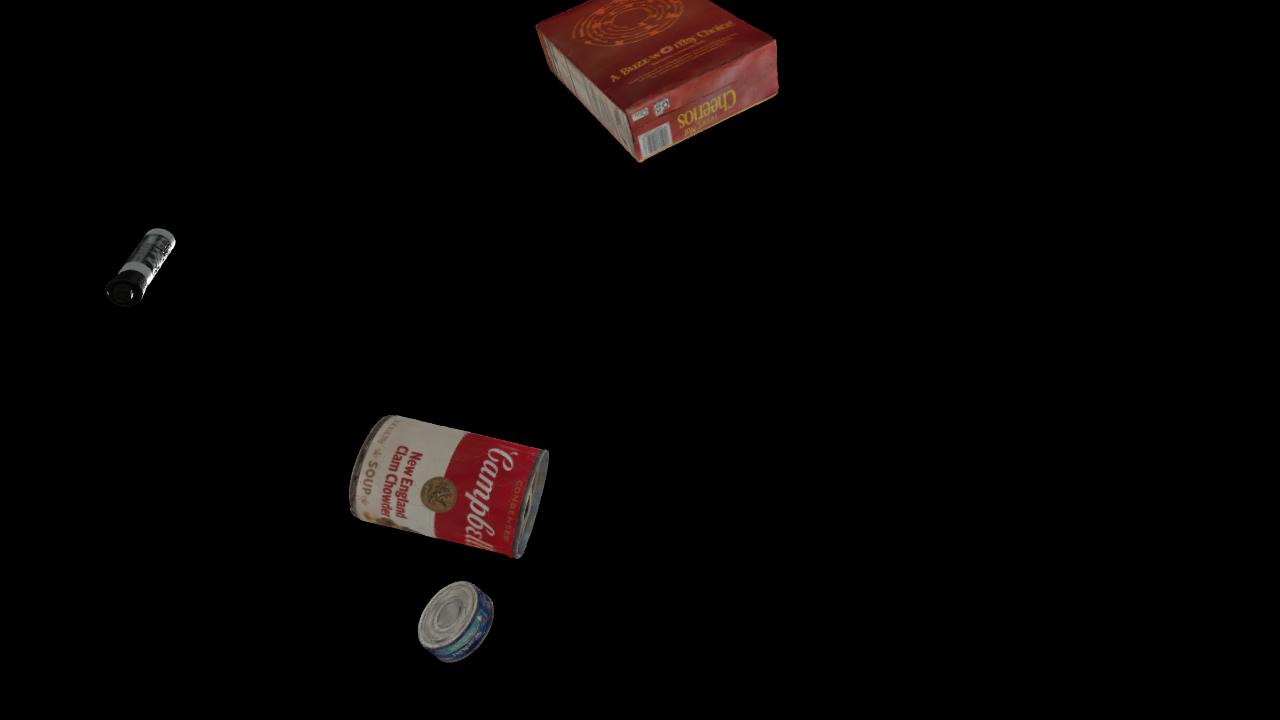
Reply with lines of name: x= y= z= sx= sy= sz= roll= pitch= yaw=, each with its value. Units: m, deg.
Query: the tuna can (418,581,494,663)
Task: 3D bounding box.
tuna can: x=-0.214 y=0.301 z=0.714 sx=0.084 sy=0.034 sz=0.084 roll=-19 pitch=37 yaw=15

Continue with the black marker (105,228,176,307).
black marker: x=-0.347 y=-0.066 z=0.430 sx=0.020 sy=0.020 sz=0.121 roll=0 pitch=27 yaw=-28

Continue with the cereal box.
cereal box: x=0.011 y=-0.397 z=0.806 sx=0.203 sy=0.306 sz=0.081 roll=-29 pitch=-39 yaw=-7

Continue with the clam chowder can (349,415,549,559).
clam chowder can: x=-0.114 y=0.077 z=0.380 sx=0.102 sy=0.068 sz=0.068 roll=13 pitch=0 yaw=0
